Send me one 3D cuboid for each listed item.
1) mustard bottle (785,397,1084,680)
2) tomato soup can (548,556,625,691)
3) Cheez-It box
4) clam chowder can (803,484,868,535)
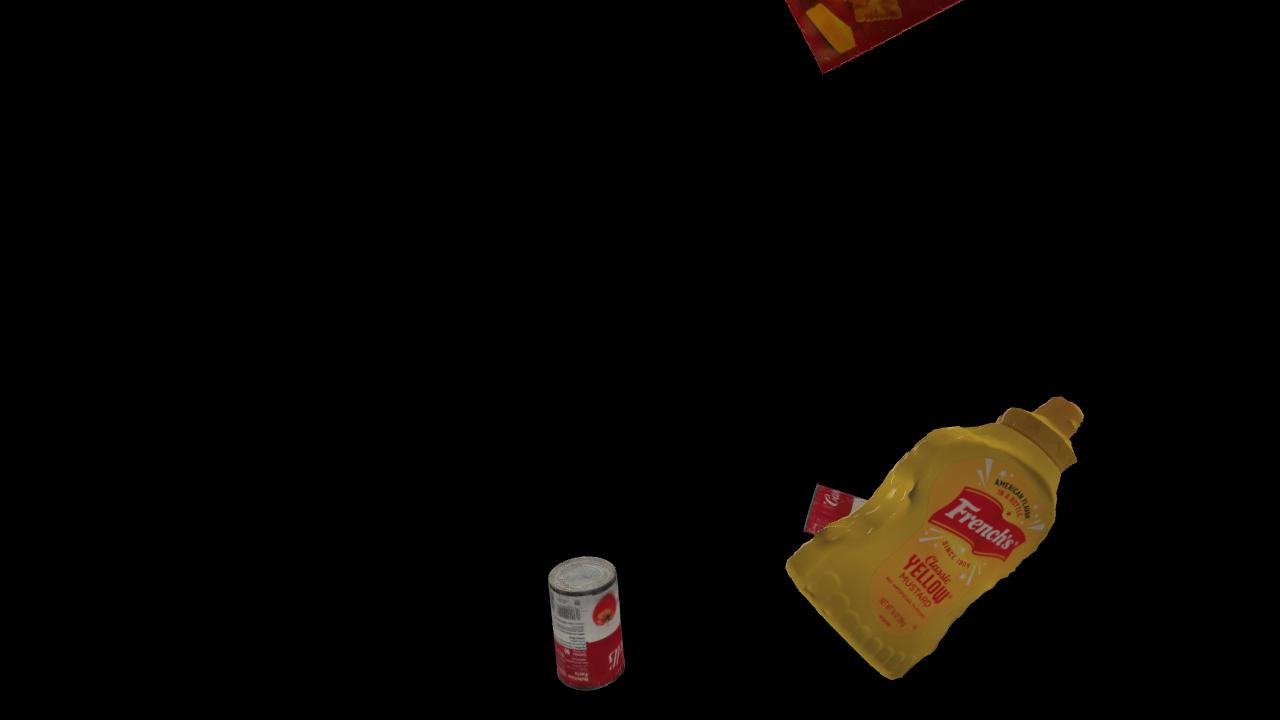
[{"bbox_3d":[0.178,0.089,0.351,0.184,0.092,0.054,-44,3,2],"label":"mustard bottle"},{"bbox_3d":[-0.052,0.250,0.592,0.068,0.101,0.068,-4,10,1],"label":"tomato soup can"},{"bbox_3d":[0.196,-0.344,0.466,0.071,0.166,0.223,-42,19,-18],"label":"Cheez-It box"},{"bbox_3d":[0.276,0.212,0.813,0.102,0.068,0.068,16,6,20],"label":"clam chowder can"}]
